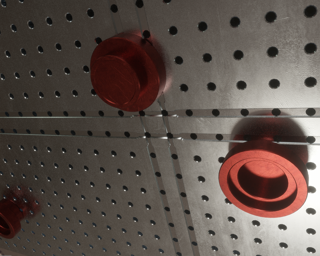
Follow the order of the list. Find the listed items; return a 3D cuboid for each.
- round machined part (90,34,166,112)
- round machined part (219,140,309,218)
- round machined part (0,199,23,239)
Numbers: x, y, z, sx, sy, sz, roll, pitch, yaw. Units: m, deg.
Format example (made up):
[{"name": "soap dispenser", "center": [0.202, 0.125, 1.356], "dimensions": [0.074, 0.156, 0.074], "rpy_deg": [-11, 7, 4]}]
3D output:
[{"name": "round machined part", "center": [-0.046, -0.063, 0.384], "dimensions": [0.098, 0.042, 0.097], "rpy_deg": [13, 124, 20]}, {"name": "round machined part", "center": [0.124, 0.056, 0.369], "dimensions": [0.098, 0.042, 0.097], "rpy_deg": [13, 124, 20]}, {"name": "round machined part", "center": [-0.356, 0.202, 0.709], "dimensions": [0.098, 0.042, 0.097], "rpy_deg": [13, 124, 20]}]
